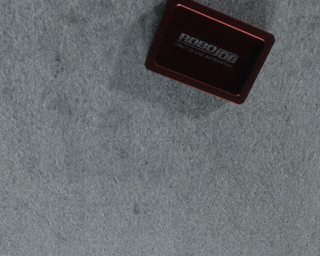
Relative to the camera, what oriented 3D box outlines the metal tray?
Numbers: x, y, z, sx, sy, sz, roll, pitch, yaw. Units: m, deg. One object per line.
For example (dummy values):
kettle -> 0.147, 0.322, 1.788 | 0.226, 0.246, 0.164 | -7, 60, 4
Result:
metal tray -> 0.057, -0.092, 0.373 | 0.131, 0.030, 0.089 | 20, 109, -8
